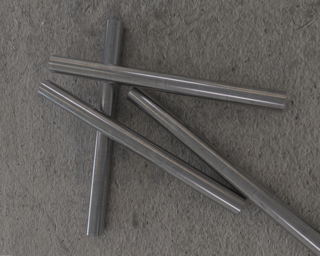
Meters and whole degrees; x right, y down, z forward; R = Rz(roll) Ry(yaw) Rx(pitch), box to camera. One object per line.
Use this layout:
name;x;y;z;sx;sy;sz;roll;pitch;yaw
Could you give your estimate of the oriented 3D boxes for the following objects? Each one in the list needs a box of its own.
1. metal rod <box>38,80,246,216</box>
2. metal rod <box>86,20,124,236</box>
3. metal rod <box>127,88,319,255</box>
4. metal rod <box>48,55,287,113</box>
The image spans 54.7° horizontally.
metal rod;-0.030;0.020;0.400;0.301;0.025;0.025;30;100;10
metal rod;-0.077;0.001;0.436;0.025;0.025;0.298;7;92;20
metal rod;0.075;0.044;0.382;0.300;0.025;0.025;40;103;15
metal rod;-0.001;-0.059;0.391;0.301;0.025;0.025;11;94;12
